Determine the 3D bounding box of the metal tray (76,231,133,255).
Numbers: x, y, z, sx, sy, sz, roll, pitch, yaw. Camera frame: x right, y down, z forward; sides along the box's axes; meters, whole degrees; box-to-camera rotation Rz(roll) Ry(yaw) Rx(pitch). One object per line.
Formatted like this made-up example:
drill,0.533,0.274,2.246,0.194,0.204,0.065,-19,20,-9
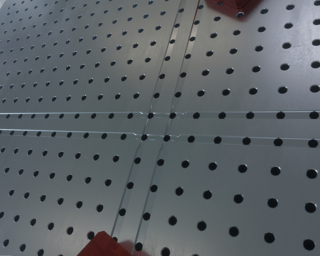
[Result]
metal tray,-0.074,0.178,0.304,0.090,0.030,0.130,20,57,45

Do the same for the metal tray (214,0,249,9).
metal tray,0.135,-0.255,0.490,0.130,0.030,0.090,-45,51,-4
